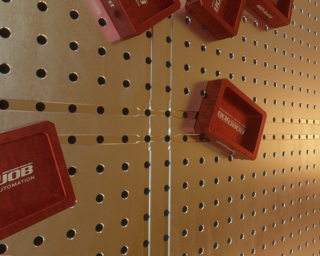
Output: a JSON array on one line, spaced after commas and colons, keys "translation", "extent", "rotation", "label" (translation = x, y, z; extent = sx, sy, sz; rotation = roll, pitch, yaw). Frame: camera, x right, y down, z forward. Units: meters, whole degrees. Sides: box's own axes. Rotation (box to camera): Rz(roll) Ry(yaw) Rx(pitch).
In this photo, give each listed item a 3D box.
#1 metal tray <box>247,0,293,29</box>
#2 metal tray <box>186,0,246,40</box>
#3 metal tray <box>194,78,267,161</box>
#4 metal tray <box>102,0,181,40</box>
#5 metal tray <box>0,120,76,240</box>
[{"translation": [0.199, -0.254, 0.570], "extent": [0.131, 0.030, 0.090], "rotation": [19, 78, -38], "label": "metal tray"}, {"translation": [0.097, -0.217, 0.484], "extent": [0.090, 0.030, 0.130], "rotation": [28, 73, -36], "label": "metal tray"}, {"translation": [0.119, -0.011, 0.504], "extent": [0.131, 0.030, 0.090], "rotation": [30, 71, -36], "label": "metal tray"}, {"translation": [-0.037, -0.186, 0.373], "extent": [0.090, 0.030, 0.130], "rotation": [-43, 116, -31], "label": "metal tray"}, {"translation": [-0.151, 0.053, 0.278], "extent": [0.131, 0.030, 0.090], "rotation": [-21, 103, -38], "label": "metal tray"}]
